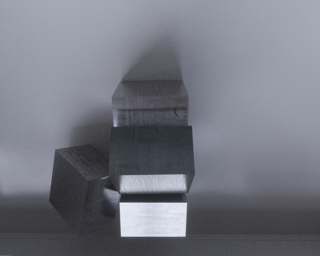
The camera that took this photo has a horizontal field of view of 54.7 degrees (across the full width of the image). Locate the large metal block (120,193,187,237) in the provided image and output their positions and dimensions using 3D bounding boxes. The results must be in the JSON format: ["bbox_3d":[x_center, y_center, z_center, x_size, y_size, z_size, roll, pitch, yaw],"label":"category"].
[{"bbox_3d":[-0.008,0.099,0.416,0.081,0.080,0.050,0,110,-1],"label":"large metal block"}]

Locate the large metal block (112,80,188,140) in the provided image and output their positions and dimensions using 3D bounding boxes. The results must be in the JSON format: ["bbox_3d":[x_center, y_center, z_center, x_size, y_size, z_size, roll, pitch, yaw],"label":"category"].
[{"bbox_3d":[-0.010,-0.024,0.370,0.081,0.080,0.050,-1,110,0],"label":"large metal block"}]

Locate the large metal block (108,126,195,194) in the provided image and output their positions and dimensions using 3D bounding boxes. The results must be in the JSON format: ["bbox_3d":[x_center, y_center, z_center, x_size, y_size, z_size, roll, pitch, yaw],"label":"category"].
[{"bbox_3d":[-0.008,0.037,0.334,0.081,0.080,0.050,-1,65,0],"label":"large metal block"}]

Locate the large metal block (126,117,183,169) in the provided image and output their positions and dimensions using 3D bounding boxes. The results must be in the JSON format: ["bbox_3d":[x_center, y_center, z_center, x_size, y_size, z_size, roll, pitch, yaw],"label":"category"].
[{"bbox_3d":[-0.010,0.031,0.409,0.081,0.050,0.079,-1,110,0],"label":"large metal block"}]

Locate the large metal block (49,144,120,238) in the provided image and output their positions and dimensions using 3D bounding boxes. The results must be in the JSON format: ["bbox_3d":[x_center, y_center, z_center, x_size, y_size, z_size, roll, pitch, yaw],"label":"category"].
[{"bbox_3d":[-0.097,0.077,0.399,0.050,0.080,0.079,-7,119,-44],"label":"large metal block"}]
